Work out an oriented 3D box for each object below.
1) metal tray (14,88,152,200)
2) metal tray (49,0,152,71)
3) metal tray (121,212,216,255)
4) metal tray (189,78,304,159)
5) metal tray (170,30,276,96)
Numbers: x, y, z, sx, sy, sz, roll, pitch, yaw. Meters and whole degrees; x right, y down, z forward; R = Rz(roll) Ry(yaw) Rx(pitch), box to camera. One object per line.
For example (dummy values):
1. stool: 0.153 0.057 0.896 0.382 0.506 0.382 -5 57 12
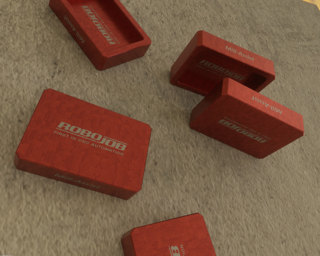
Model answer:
1. metal tray: -0.080 0.019 0.347 0.131 0.030 0.090 20 54 -17
2. metal tray: -0.085 -0.152 0.447 0.091 0.030 0.130 -30 79 -38
3. metal tray: 0.020 0.161 0.315 0.091 0.030 0.130 -4 64 -30
4. metal tray: 0.119 -0.008 0.433 0.131 0.090 0.030 24 53 -14
5. metal tray: 0.092 -0.082 0.463 0.131 0.090 0.030 17 55 -19
